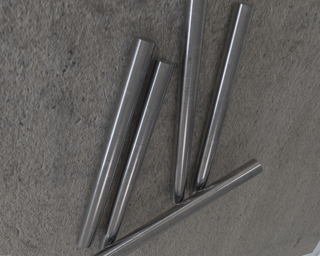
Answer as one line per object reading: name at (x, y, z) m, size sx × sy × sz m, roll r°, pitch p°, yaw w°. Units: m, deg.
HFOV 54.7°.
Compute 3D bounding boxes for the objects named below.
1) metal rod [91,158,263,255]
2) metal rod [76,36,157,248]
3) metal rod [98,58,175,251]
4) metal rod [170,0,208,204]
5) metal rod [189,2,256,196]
metal rod at (0.025, 0.130, 0.467) m, size 0.302 × 0.025 × 0.025 m, roll -29°, pitch 128°, yaw -10°
metal rod at (-0.062, 0.034, 0.393) m, size 0.025 × 0.025 × 0.298 m, roll 6°, pitch 116°, yaw -31°
metal rod at (-0.038, 0.053, 0.418) m, size 0.025 × 0.025 × 0.298 m, roll 4°, pitch 116°, yaw -31°
metal rod at (0.034, -0.017, 0.414) m, size 0.025 × 0.025 × 0.298 m, roll -11°, pitch 123°, yaw -22°
metal rod at (0.081, -0.018, 0.439) m, size 0.025 × 0.025 × 0.298 m, roll -5°, pitch 121°, yaw -26°
